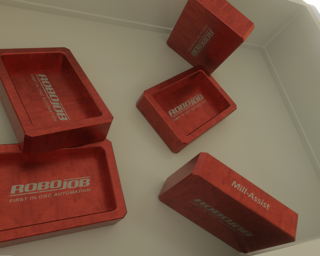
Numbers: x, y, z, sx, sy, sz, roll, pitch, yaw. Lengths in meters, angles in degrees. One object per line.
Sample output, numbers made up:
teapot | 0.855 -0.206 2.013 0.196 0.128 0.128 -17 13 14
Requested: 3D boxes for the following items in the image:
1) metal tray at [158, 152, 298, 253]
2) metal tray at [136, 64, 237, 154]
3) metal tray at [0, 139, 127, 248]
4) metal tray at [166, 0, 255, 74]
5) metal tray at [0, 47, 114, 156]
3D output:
metal tray | 0.074 0.089 0.350 0.130 0.090 0.030 34 51 -6
metal tray | 0.042 -0.032 0.446 0.131 0.030 0.090 -32 80 -38
metal tray | -0.107 0.060 0.308 0.131 0.030 0.090 -3 63 -30
metal tray | 0.068 -0.137 0.459 0.090 0.130 0.030 39 71 -3
metal tray | -0.121 -0.037 0.338 0.091 0.030 0.130 -13 55 -37
